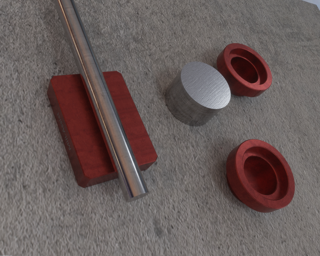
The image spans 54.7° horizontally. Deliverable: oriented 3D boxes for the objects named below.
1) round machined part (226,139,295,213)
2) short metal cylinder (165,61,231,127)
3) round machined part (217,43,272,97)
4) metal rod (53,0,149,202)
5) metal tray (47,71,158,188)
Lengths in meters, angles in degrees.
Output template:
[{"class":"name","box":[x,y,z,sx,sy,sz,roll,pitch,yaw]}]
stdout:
[{"class":"round machined part","box":[0.131,0.068,0.425,0.099,0.042,0.098,14,56,-21]},{"class":"short metal cylinder","box":[0.054,-0.049,0.449,0.081,0.050,0.080,14,56,-21]},{"class":"round machined part","box":[0.137,-0.093,0.526,0.099,0.042,0.098,14,56,-21]},{"class":"metal rod","box":[-0.079,-0.060,0.359,0.025,0.025,0.299,-11,67,-33]},{"class":"metal tray","box":[-0.069,-0.004,0.367,0.091,0.030,0.130,-12,68,-34]}]
